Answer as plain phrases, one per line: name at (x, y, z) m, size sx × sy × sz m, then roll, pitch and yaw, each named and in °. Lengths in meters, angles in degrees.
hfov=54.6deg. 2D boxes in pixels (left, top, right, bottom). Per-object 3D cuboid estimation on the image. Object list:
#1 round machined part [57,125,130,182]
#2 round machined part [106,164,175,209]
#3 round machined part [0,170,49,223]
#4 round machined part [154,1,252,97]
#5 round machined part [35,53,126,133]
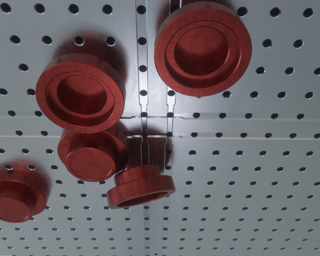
round machined part at (-0.093, 0.038, 0.432) m, size 0.099 × 0.042 × 0.097 m, roll 0°, pitch 130°, yaw 0°
round machined part at (-0.030, 0.084, 0.452) m, size 0.099 × 0.042 × 0.098 m, roll -14°, pitch 161°, yaw -5°
round machined part at (-0.233, 0.116, 0.497) m, size 0.099 × 0.042 × 0.097 m, roll 0°, pitch 130°, yaw 0°
round machined part at (0.043, -0.085, 0.329) m, size 0.099 × 0.042 × 0.097 m, roll 0°, pitch 130°, yaw 0°
round machined part at (-0.089, -0.043, 0.363) m, size 0.099 × 0.042 × 0.097 m, roll 0°, pitch 130°, yaw 0°
